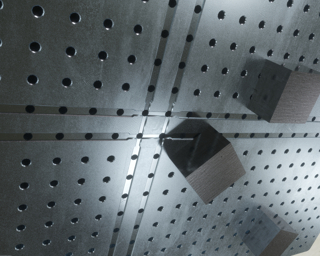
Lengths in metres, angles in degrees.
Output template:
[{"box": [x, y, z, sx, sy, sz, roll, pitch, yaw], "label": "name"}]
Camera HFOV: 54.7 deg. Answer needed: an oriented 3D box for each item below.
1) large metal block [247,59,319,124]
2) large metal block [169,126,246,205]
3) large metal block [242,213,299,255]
[{"box": [0.192, -0.054, 0.469, 0.081, 0.050, 0.079, 1, 118, -29], "label": "large metal block"}, {"box": [0.074, 0.058, 0.474, 0.080, 0.050, 0.080, -38, 130, -3], "label": "large metal block"}, {"box": [0.242, 0.240, 0.680, 0.080, 0.050, 0.080, 25, 105, -37], "label": "large metal block"}]
